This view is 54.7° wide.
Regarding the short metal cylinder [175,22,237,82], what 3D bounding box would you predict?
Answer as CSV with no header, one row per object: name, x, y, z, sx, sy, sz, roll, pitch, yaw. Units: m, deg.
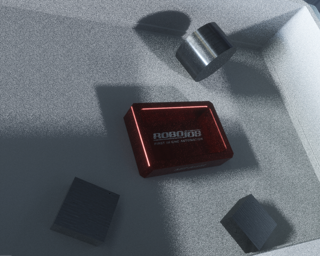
short metal cylinder,0.071,-0.117,0.482,0.081,0.080,0.050,-29,79,-38

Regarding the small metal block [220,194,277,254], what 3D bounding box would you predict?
small metal block,0.113,0.121,0.395,0.050,0.025,0.050,-33,81,-38

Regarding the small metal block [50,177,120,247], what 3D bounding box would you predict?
small metal block,-0.075,0.085,0.314,0.050,0.025,0.050,26,52,-13

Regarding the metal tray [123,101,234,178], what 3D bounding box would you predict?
metal tray,0.026,0.011,0.411,0.131,0.030,0.090,-4,64,-31
